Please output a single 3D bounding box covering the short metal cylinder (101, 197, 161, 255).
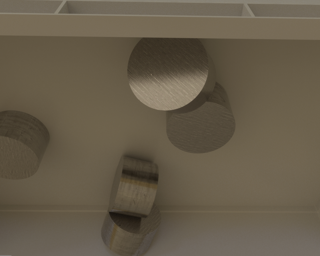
[{"bbox_3d":[-0.044,0.145,0.471,0.081,0.080,0.050,14,119,-12],"label":"short metal cylinder"}]

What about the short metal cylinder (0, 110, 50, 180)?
[{"bbox_3d":[-0.194,0.023,0.410,0.081,0.050,0.079,0,130,0],"label":"short metal cylinder"}]

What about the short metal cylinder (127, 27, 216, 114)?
[{"bbox_3d":[0.014,-0.056,0.318,0.080,0.050,0.080,0,89,18],"label":"short metal cylinder"}]

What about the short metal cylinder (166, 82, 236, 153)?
[{"bbox_3d":[0.048,-0.015,0.381,0.081,0.050,0.079,0,130,0],"label":"short metal cylinder"}]

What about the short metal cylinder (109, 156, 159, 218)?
[{"bbox_3d":[-0.039,0.084,0.444,0.050,0.080,0.079,15,129,-12],"label":"short metal cylinder"}]
